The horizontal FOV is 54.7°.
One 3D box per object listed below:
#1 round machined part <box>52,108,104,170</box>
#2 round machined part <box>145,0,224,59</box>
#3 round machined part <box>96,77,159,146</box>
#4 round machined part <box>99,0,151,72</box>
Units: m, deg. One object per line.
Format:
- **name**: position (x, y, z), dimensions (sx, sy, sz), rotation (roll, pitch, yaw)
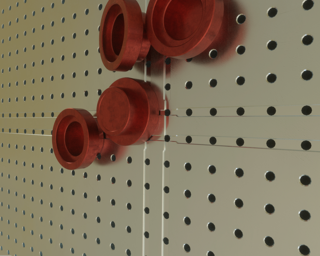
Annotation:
- **round machined part**: position (-0.129, 0.017, 0.502), dimensions (0.098, 0.042, 0.097), rotation (0, 90, 39)
- **round machined part**: position (0.033, -0.131, 0.370), dimensions (0.098, 0.042, 0.097), rotation (0, 90, 39)
- **round machined part**: position (-0.052, -0.023, 0.439), dimensions (0.098, 0.042, 0.097), rotation (0, 90, 39)
- **round machined part**: position (-0.045, -0.125, 0.421), dimensions (0.098, 0.042, 0.097), rotation (4, 95, 58)
